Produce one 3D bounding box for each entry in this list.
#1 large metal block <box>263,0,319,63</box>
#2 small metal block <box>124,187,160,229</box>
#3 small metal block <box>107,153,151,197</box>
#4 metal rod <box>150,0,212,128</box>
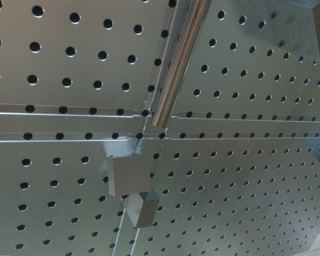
[{"bbox_3d":[0.186,-0.139,0.394,0.050,0.080,0.080,-38,130,-3],"label":"large metal block"},{"bbox_3d":[-0.028,0.107,0.448,0.025,0.050,0.050,1,118,-30],"label":"small metal block"},{"bbox_3d":[-0.041,0.061,0.414,0.050,0.025,0.050,-4,90,-27],"label":"small metal block"},{"bbox_3d":[0.043,-0.136,0.351,0.025,0.025,0.298,4,116,-31],"label":"metal rod"}]
